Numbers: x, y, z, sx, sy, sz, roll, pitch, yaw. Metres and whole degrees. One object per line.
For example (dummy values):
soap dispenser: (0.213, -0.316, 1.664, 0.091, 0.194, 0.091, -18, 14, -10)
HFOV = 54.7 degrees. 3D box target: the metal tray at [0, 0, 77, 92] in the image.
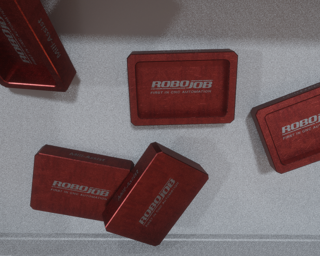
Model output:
metal tray: (-0.155, -0.094, 0.324, 0.090, 0.030, 0.129, 6, 146, 14)

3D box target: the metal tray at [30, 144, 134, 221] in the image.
metal tray: (-0.109, 0.080, 0.437, 0.131, 0.030, 0.089, 11, 110, -5)

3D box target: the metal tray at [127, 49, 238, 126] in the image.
metal tray: (0.027, -0.051, 0.390, 0.131, 0.030, 0.089, -2, 110, 0)

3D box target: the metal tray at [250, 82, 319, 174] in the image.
metal tray: (0.196, -0.006, 0.400, 0.130, 0.030, 0.090, -21, 97, 7)

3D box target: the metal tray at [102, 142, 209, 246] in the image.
metal tray: (-0.006, 0.093, 0.422, 0.090, 0.030, 0.129, 29, 101, -28)
